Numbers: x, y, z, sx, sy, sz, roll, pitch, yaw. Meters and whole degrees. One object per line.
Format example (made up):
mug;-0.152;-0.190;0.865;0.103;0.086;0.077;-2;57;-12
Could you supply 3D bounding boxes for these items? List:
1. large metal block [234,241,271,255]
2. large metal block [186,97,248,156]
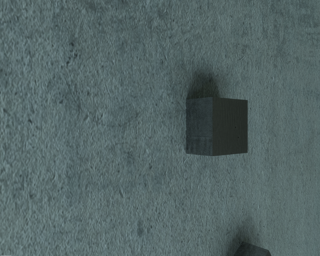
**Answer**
large metal block;0.155;0.254;0.518;0.080;0.050;0.080;-44;117;-31
large metal block;0.085;-0.002;0.460;0.081;0.050;0.080;0;90;-40
